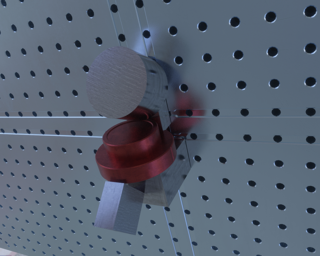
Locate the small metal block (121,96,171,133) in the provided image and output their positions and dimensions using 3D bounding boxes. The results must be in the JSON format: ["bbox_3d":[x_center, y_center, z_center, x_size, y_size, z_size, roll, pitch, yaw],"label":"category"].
[{"bbox_3d":[-0.018,-0.022,0.404,0.050,0.025,0.050,1,119,27],"label":"small metal block"}]

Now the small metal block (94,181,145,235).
[{"bbox_3d":[-0.045,0.093,0.358,0.025,0.050,0.050,1,157,27],"label":"small metal block"}]

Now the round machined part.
[{"bbox_3d":[-0.032,0.021,0.379,0.098,0.098,0.042,1,119,27],"label":"round machined part"}]

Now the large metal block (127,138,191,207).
[{"bbox_3d":[-0.014,0.054,0.414,0.080,0.080,0.050,1,119,27],"label":"large metal block"}]

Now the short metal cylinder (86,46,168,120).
[{"bbox_3d":[-0.038,-0.049,0.361,0.080,0.050,0.080,-1,88,27],"label":"short metal cylinder"}]
